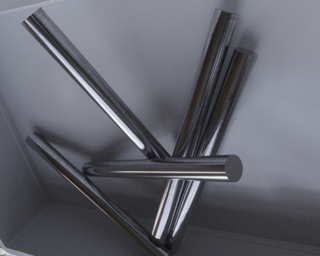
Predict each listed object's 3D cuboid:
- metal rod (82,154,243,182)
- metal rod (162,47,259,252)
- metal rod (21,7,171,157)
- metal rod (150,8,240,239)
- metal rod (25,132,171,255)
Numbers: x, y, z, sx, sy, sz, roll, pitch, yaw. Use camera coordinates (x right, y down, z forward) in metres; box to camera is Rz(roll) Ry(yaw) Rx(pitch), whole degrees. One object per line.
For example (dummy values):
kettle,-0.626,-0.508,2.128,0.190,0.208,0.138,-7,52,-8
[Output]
metal rod,-0.025,0.052,0.395,0.299,0.025,0.025,-10,115,51
metal rod,0.052,0.048,0.386,0.025,0.025,0.298,24,120,13
metal rod,-0.040,-0.008,0.370,0.025,0.025,0.300,-18,126,35
metal rod,0.032,0.016,0.368,0.025,0.025,0.298,22,117,15
metal rod,-0.106,0.100,0.484,0.300,0.025,0.025,36,130,19
